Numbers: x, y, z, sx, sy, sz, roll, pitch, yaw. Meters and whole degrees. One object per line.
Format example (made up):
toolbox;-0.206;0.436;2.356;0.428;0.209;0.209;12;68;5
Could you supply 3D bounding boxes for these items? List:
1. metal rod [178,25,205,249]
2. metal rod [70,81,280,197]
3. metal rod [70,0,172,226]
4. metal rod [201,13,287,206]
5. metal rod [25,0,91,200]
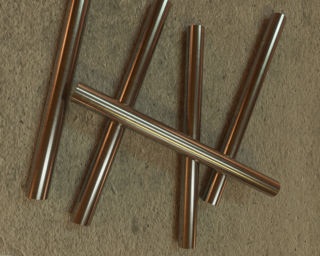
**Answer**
metal rod;0.043;0.011;0.424;0.025;0.025;0.298;3;89;-20
metal rod;0.033;0.022;0.393;0.301;0.025;0.025;26;81;-18
metal rod;-0.046;-0.026;0.391;0.025;0.025;0.299;22;83;-19
metal rod;0.126;-0.032;0.455;0.025;0.025;0.299;25;82;-19
metal rod;-0.113;-0.067;0.366;0.025;0.025;0.298;13;86;-20
